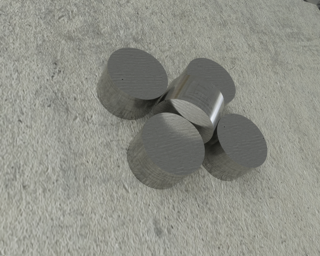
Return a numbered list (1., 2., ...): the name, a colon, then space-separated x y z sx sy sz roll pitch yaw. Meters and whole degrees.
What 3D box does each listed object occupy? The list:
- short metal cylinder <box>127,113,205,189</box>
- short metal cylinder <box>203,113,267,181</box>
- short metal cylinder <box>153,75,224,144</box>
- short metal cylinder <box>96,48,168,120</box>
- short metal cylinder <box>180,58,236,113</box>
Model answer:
1. short metal cylinder: 0.007 0.028 0.376 0.081 0.050 0.080 14 56 -21
2. short metal cylinder: 0.099 0.027 0.427 0.081 0.050 0.080 14 56 -21
3. short metal cylinder: 0.038 -0.022 0.406 0.080 0.080 0.050 34 51 -6
4. short metal cylinder: -0.037 -0.057 0.404 0.081 0.050 0.080 14 56 -21
5. short metal cylinder: 0.063 -0.056 0.457 0.081 0.050 0.080 14 56 -21
